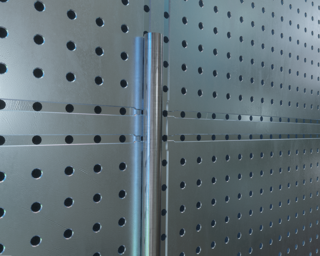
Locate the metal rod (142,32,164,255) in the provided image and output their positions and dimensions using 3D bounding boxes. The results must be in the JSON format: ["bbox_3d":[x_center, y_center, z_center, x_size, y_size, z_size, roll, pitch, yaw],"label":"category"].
[{"bbox_3d":[-0.010,0.028,0.402,0.025,0.025,0.298,1,89,-40],"label":"metal rod"}]
